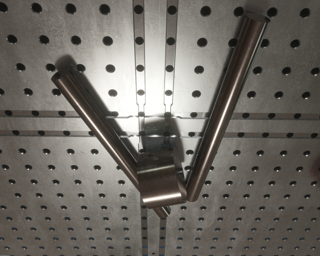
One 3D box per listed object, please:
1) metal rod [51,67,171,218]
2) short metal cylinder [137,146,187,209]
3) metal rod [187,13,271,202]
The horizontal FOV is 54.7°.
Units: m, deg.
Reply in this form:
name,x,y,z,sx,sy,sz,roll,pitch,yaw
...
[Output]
name,x,y,z,sx,sy,sz,roll,pitch,yaw
metal rod,-0.054,0.041,0.445,0.025,0.025,0.299,-19,128,15
short metal cylinder,0.004,0.069,0.435,0.050,0.080,0.080,-12,129,10
metal rod,0.075,-0.001,0.411,0.025,0.025,0.298,7,130,-7
